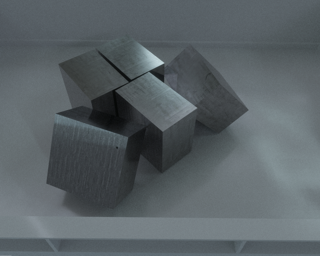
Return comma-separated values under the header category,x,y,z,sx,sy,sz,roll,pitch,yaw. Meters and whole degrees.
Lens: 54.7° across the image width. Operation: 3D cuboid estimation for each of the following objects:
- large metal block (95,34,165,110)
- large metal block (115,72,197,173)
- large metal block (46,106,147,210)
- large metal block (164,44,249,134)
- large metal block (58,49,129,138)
category,x,y,z,sx,sy,sz,roll,pitch,yaw
large metal block,-0.039,-0.067,0.423,0.050,0.080,0.080,-32,57,-24
large metal block,-0.005,-0.006,0.372,0.050,0.080,0.080,-34,58,-25
large metal block,-0.068,0.029,0.334,0.080,0.079,0.050,17,17,13
large metal block,0.058,-0.049,0.401,0.050,0.080,0.080,-41,51,18
large metal block,-0.081,-0.041,0.401,0.050,0.080,0.080,-31,57,-23
